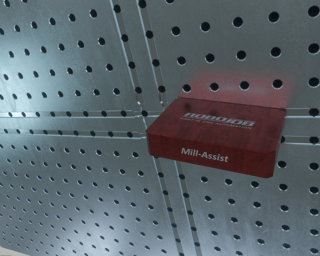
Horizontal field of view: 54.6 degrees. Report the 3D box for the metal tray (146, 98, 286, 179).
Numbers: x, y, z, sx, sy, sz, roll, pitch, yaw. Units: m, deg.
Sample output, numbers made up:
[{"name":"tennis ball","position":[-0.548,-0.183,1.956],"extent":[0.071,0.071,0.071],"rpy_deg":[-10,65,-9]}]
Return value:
[{"name":"metal tray","position":[0.062,0.005,0.339],"extent":[0.130,0.090,0.030],"rpy_deg":[9,122,23]}]
